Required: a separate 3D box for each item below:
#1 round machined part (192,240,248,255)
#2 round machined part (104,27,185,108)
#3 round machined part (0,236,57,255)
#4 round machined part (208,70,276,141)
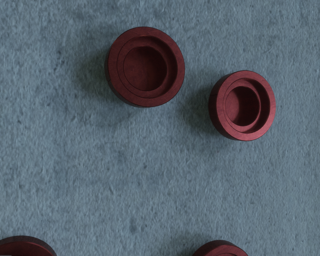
[{"bbox_3d":[0.077,0.204,0.430,0.099,0.042,0.097,0,90,-21],"label":"round machined part"},{"bbox_3d":[-0.022,-0.074,0.393,0.099,0.042,0.097,0,90,-21],"label":"round machined part"},{"bbox_3d":[-0.161,0.174,0.341,0.099,0.042,0.097,0,90,-21],"label":"round machined part"},{"bbox_3d":[0.112,-0.031,0.443,0.099,0.042,0.097,0,90,-21],"label":"round machined part"}]
